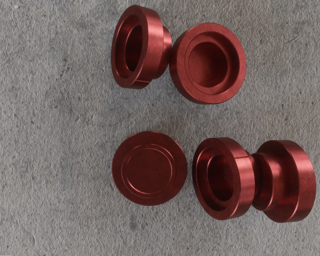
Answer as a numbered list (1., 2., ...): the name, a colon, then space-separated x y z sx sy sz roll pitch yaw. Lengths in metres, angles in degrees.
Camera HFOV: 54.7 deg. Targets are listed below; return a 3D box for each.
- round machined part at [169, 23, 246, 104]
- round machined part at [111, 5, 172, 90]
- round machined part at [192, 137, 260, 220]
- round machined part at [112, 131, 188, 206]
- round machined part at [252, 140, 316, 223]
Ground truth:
1. round machined part: 0.056 -0.078 0.391 0.099 0.042 0.097 -1 92 -23
2. round machined part: -0.021 -0.096 0.381 0.042 0.098 0.097 3 90 -32
3. round machined part: 0.083 0.060 0.379 0.042 0.098 0.097 -3 90 -25
4. round machined part: -0.013 0.053 0.401 0.099 0.042 0.097 0 90 0
5. round machined part: 0.135 0.063 0.371 0.042 0.098 0.097 0 90 -13
